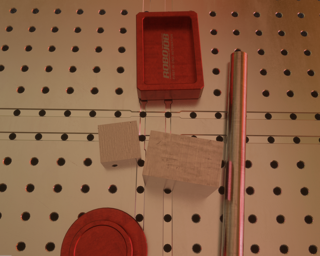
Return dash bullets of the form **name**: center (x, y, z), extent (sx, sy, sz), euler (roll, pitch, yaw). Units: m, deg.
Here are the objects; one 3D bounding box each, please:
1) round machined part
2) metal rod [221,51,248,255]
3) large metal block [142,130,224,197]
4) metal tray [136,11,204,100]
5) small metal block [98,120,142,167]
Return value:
- **round machined part**: center (-0.063, 0.140, 0.351), extent (0.099, 0.042, 0.098), euler (0, 70, -1)
- **metal rod**: center (0.098, 0.035, 0.400), extent (0.025, 0.025, 0.299), euler (6, 70, 2)
- **large metal block**: center (0.025, 0.045, 0.366), extent (0.080, 0.080, 0.050), euler (9, 70, 3)
- **metal tray**: center (0.012, -0.106, 0.447), extent (0.091, 0.030, 0.130), euler (-2, 70, -1)
- **small metal block**: center (-0.052, 0.021, 0.404), extent (0.050, 0.025, 0.050), euler (-7, 70, -3)
